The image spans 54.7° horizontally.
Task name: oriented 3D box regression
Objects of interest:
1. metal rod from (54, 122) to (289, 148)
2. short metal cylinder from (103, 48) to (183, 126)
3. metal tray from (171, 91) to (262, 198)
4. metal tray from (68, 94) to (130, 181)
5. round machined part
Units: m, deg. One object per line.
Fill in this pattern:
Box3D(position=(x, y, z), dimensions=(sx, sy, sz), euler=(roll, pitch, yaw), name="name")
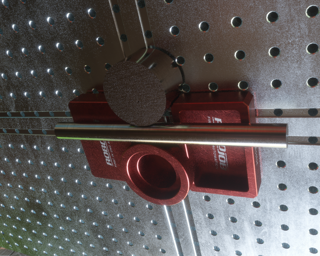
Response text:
Box3D(position=(-0.008, 0.006, 0.374), dimensions=(0.300, 0.025, 0.025), euler=(1, 119, 27), name="metal rod")
Box3D(position=(-0.019, -0.049, 0.370), dimensions=(0.080, 0.050, 0.079), euler=(13, 124, 21), name="short metal cylinder")
Box3D(position=(0.071, 0.022, 0.379), dimensions=(0.090, 0.030, 0.129), euler=(1, 119, 27), name="metal tray")
Box3D(position=(-0.071, 0.015, 0.448), dimensions=(0.090, 0.030, 0.129), euler=(3, 120, 27), name="metal tray")
Box3D(position=(0.000, 0.053, 0.416), dimensions=(0.098, 0.042, 0.097), euler=(13, 124, 21), name="round machined part")
